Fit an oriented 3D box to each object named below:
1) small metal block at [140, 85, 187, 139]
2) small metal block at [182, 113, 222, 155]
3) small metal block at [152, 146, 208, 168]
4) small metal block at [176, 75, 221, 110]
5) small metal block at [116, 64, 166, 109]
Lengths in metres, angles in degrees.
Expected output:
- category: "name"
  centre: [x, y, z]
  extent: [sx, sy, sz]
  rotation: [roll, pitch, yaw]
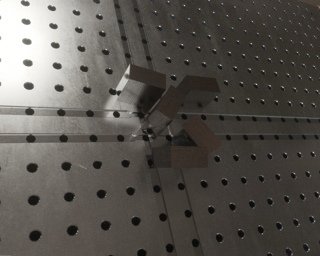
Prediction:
- category: "small metal block"
  centre: [0.004, -0.021, 0.409]
  extent: [0.025, 0.050, 0.050]
  rotation: [35, 51, -6]
- category: "small metal block"
  centre: [0.055, 0.011, 0.413]
  extent: [0.025, 0.050, 0.050]
  rotation: [-38, 82, 0]
- category: "small metal block"
  centre: [0.023, 0.036, 0.381]
  extent: [0.050, 0.050, 0.025]
  rotation: [3, 83, -27]
- category: "small metal block"
  centre: [0.051, -0.050, 0.452]
  extent: [0.050, 0.050, 0.025]
  rotation: [1, 62, -28]
- category: "small metal block"
  centre: [-0.026, -0.054, 0.413]
  extent: [0.050, 0.050, 0.025]
  rotation: [13, 56, -21]
